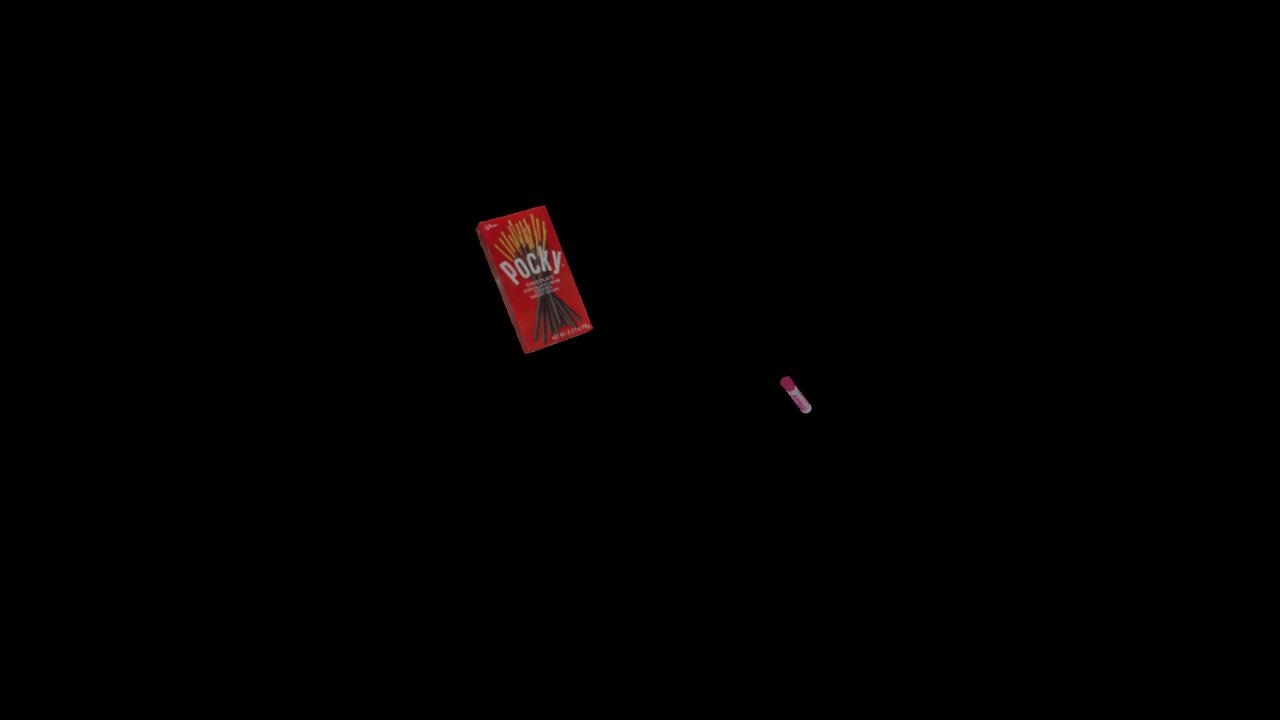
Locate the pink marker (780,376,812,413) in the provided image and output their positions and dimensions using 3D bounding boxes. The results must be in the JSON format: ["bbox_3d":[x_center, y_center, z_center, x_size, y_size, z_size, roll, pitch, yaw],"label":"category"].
[{"bbox_3d":[0.254,0.057,0.998,0.020,0.020,0.121,0,-25,32],"label":"pink marker"}]

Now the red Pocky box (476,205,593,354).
[{"bbox_3d":[-0.120,-0.092,0.698,0.083,0.155,0.028,-23,2,-22],"label":"red Pocky box"}]
